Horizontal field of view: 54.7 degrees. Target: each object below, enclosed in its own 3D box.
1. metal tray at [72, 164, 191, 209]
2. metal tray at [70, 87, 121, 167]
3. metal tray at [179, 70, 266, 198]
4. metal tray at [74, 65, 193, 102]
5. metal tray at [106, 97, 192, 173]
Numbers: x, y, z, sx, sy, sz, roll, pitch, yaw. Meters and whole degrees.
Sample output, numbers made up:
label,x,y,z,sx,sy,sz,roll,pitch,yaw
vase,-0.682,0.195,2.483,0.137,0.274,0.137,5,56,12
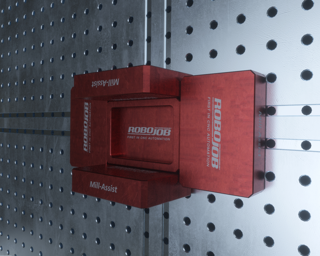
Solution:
label,x,y,z,sx,sy,sz,roll,pitch,yaw
metal tray,-0.037,0.068,0.394,0.130,0.091,0.030,1,91,39
metal tray,-0.102,-0.001,0.487,0.090,0.030,0.129,1,91,39
metal tray,0.068,0.005,0.347,0.090,0.030,0.129,1,91,38
metal tray,-0.035,-0.052,0.394,0.130,0.091,0.030,1,91,39
metal tray,-0.018,0.007,0.416,0.130,0.030,0.089,1,91,39
